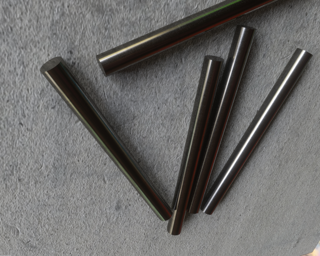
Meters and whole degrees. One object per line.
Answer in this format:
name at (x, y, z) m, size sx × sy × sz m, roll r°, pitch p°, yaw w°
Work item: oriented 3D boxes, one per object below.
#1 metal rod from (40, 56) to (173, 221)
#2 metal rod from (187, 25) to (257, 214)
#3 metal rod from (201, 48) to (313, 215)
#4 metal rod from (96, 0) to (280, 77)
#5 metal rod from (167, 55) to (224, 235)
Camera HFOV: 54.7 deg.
metal rod at (-0.050, 0.037, 0.402) m, size 0.025 × 0.025 × 0.299 m, roll -35°, pitch 129°, yaw -6°
metal rod at (0.081, 0.004, 0.453) m, size 0.025 × 0.025 × 0.298 m, roll -3°, pitch 120°, yaw -27°
metal rod at (0.146, 0.015, 0.495) m, size 0.025 × 0.025 × 0.298 m, roll 16°, pitch 110°, yaw -35°
metal rod at (0.069, -0.132, 0.362) m, size 0.302 × 0.025 × 0.025 m, roll -27°, pitch 128°, yaw -12°
metal rod at (0.046, 0.043, 0.457) m, size 0.025 × 0.025 × 0.298 m, roll -5°, pitch 121°, yaw -26°
